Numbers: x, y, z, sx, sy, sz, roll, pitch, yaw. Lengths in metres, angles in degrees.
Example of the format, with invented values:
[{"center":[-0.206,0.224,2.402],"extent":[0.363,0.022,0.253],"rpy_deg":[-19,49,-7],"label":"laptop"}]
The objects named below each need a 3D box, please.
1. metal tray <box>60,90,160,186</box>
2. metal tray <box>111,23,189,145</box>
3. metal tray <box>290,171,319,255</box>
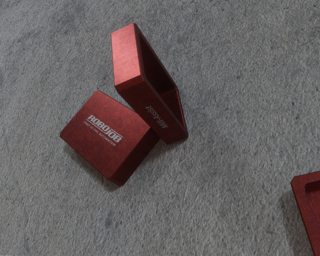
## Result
[{"center":[-0.072,0.009,0.433],"extent":[0.130,0.030,0.090],"rpy_deg":[31,79,38],"label":"metal tray"},{"center":[-0.009,-0.048,0.371],"extent":[0.030,0.130,0.090],"rpy_deg":[-21,54,16],"label":"metal tray"},{"center":[0.172,0.094,0.252],"extent":[0.090,0.030,0.130],"rpy_deg":[-17,55,18],"label":"metal tray"}]
